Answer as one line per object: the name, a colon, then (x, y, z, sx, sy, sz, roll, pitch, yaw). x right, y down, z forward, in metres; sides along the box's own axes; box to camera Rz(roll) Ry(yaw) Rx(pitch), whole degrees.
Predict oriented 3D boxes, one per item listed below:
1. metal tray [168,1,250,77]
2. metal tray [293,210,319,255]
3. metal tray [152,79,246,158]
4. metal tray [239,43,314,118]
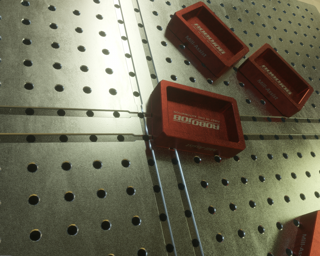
metal tray: (0.088, -0.161, 0.552, 0.130, 0.030, 0.091, 47, 51, 4)
metal tray: (0.223, 0.188, 0.413, 0.090, 0.030, 0.130, 39, 51, -2)
metal tray: (0.055, -0.012, 0.443, 0.131, 0.030, 0.090, 11, 57, -23)
metal tray: (0.220, -0.091, 0.581, 0.130, 0.030, 0.091, 47, 51, 4)
